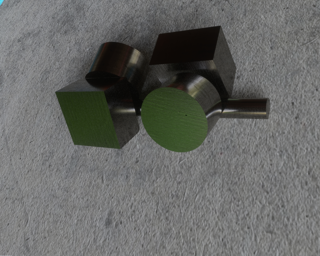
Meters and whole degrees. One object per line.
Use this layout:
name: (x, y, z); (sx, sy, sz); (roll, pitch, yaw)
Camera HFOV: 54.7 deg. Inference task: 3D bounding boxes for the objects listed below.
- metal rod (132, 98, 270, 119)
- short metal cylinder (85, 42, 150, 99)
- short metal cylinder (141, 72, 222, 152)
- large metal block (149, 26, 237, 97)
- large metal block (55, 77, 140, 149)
metal rod: (-0.007, -0.028, 0.428); (0.300, 0.025, 0.025); (3, 63, 29)
short metal cylinder: (-0.061, -0.078, 0.449); (0.080, 0.080, 0.050); (4, 64, 30)
short metal cylinder: (0.025, -0.019, 0.360); (0.080, 0.080, 0.050); (2, 28, 29)
large metal block: (0.045, -0.077, 0.393); (0.080, 0.080, 0.050); (2, 63, 29)
large metal block: (-0.082, -0.021, 0.418); (0.080, 0.080, 0.050); (3, 29, 29)
